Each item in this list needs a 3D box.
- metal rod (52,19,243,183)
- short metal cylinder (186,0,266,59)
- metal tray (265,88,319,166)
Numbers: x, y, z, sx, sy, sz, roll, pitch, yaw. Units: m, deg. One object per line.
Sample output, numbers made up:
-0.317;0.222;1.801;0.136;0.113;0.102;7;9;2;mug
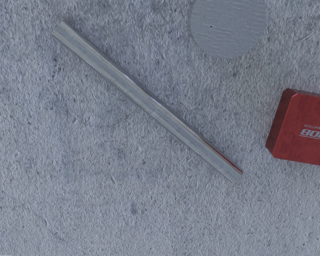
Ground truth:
-0.006;-0.026;0.400;0.301;0.025;0.025;39;105;-14;metal rod
0.073;-0.122;0.352;0.081;0.050;0.079;0;110;-1;short metal cylinder
0.219;0.004;0.412;0.131;0.030;0.089;10;110;-4;metal tray
